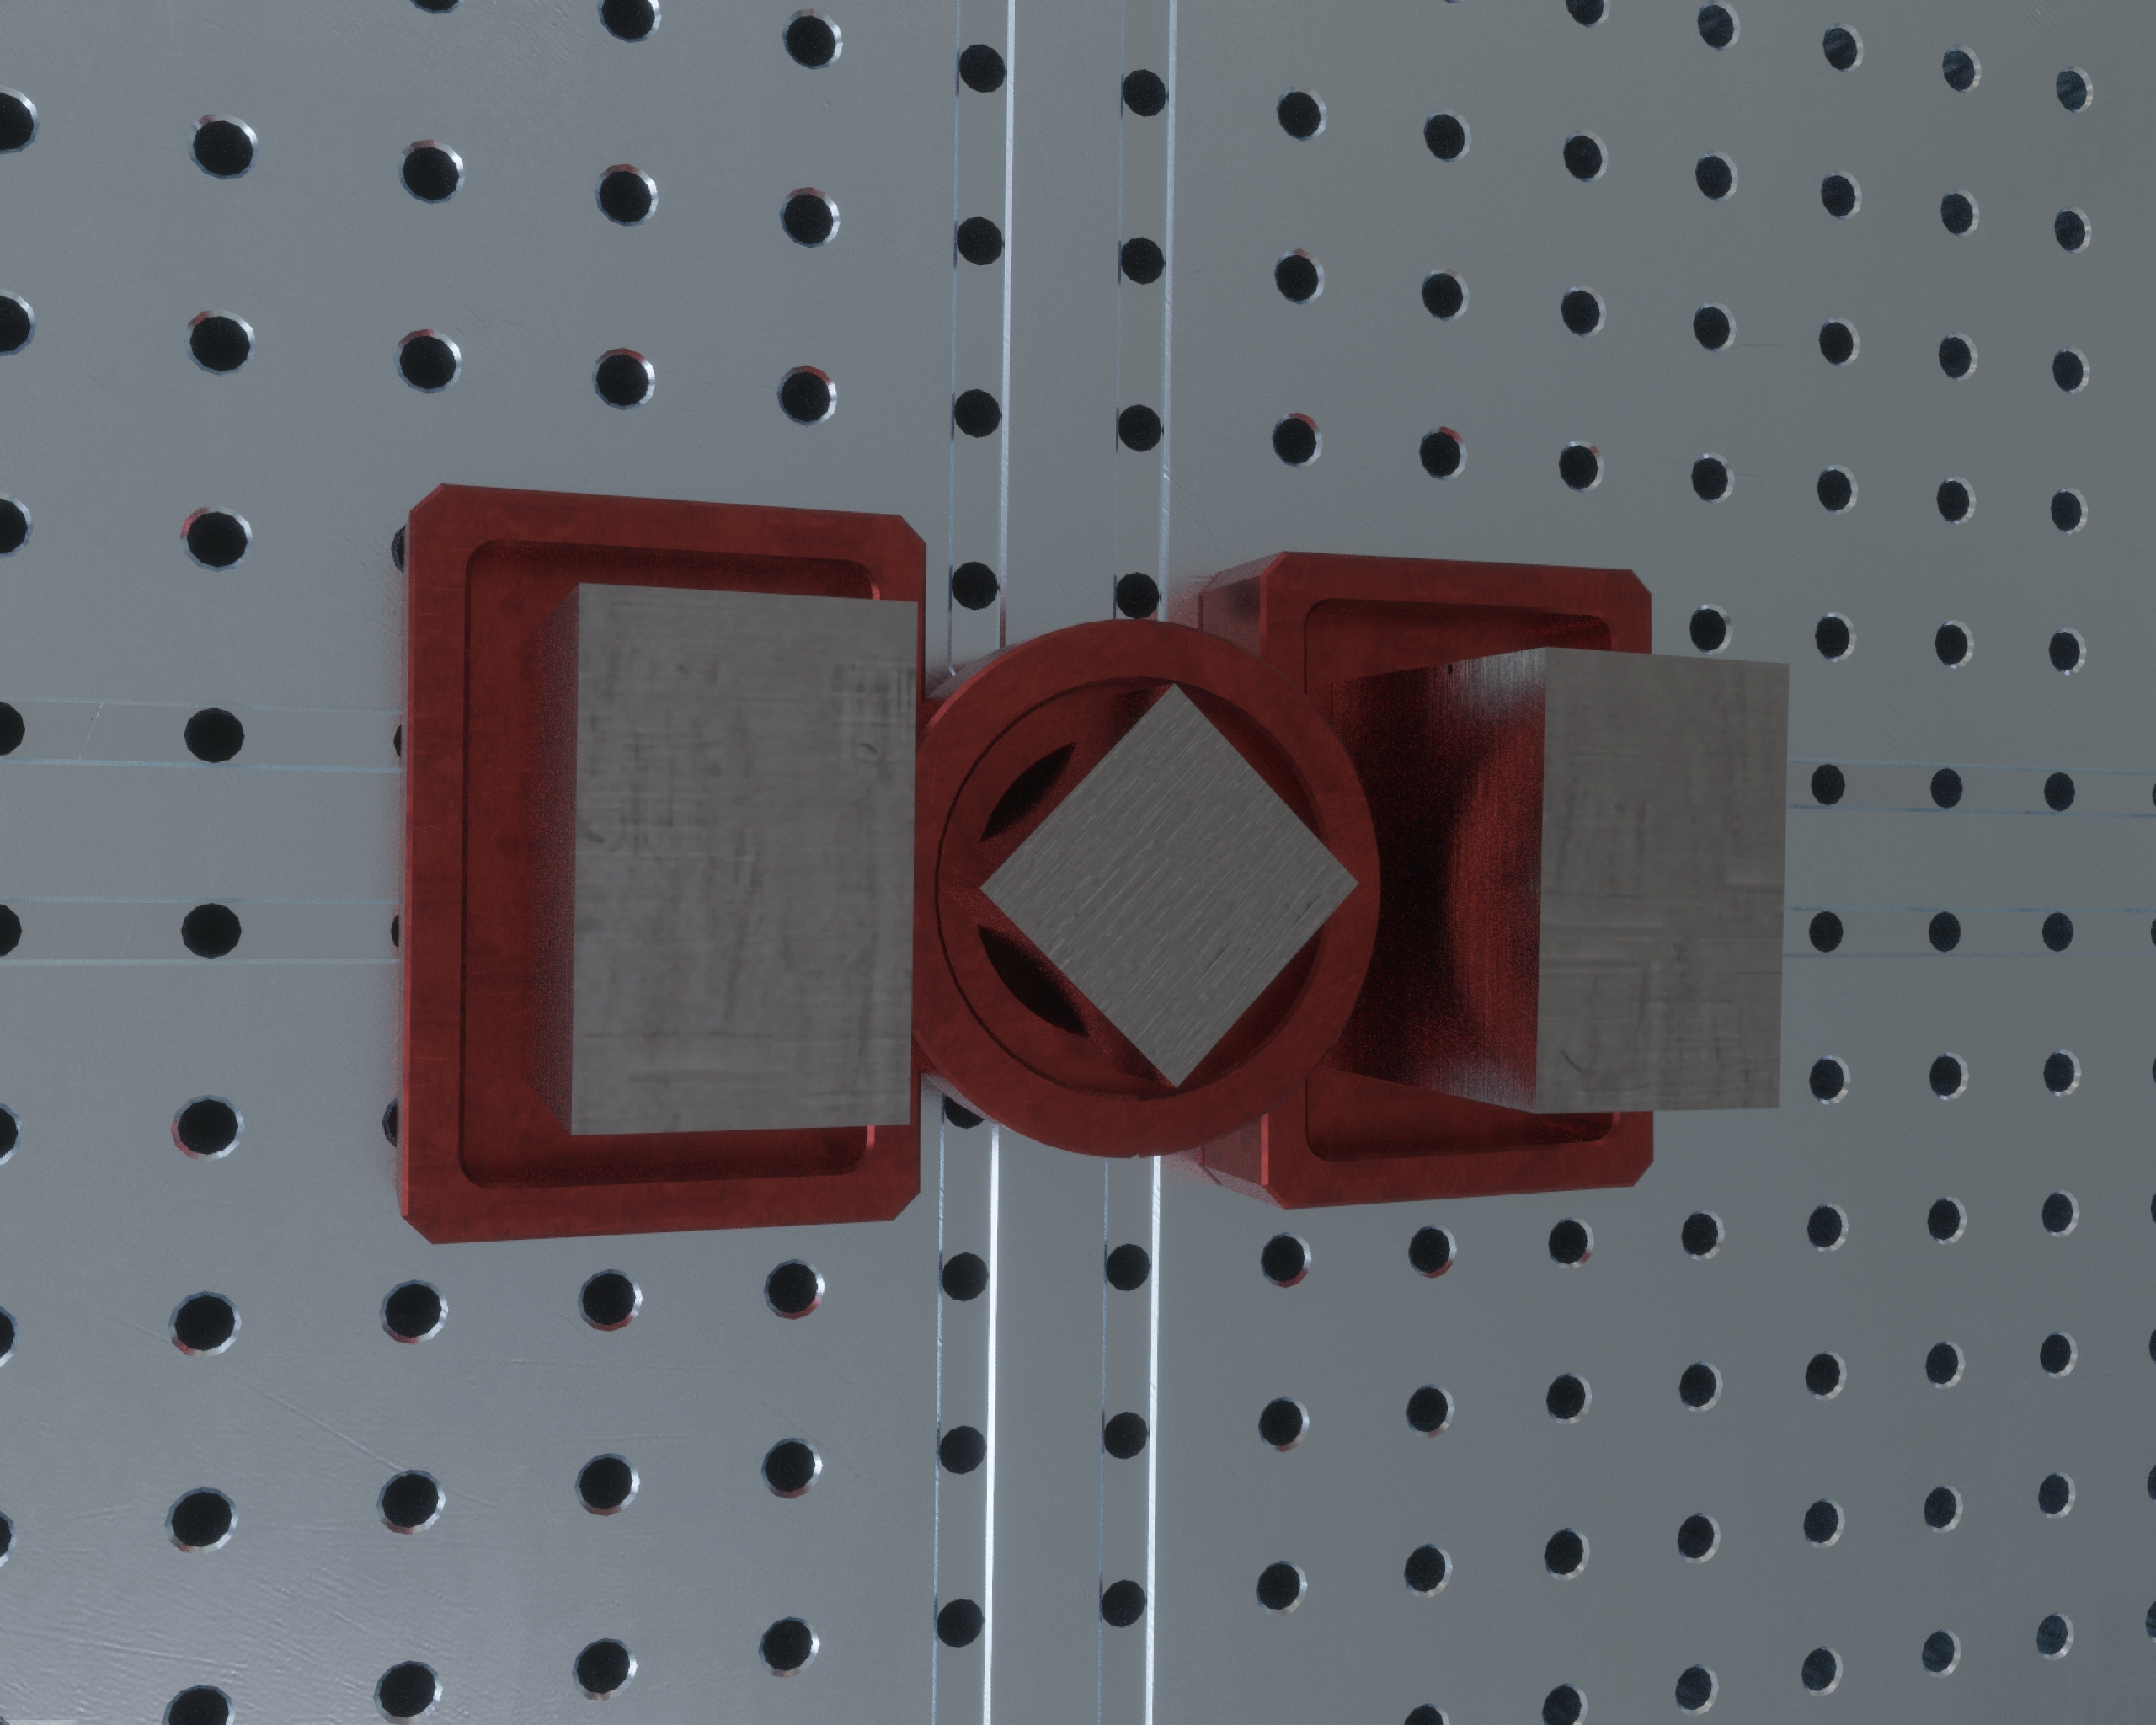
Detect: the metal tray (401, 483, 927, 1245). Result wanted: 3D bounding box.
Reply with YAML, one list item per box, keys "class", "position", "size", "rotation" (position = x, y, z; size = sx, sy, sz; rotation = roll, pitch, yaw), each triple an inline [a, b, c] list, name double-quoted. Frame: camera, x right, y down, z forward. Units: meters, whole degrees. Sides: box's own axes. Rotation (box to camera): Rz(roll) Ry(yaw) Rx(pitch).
- class: "metal tray"
  position: [-0.076, 0.001, 0.381]
  size: [0.091, 0.030, 0.129]
  rotation: [1, 90, -20]

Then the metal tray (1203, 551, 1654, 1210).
- class: "metal tray"
  position: [0.074, 0.003, 0.436]
  size: [0.091, 0.030, 0.129]
  rotation: [0, 90, -20]

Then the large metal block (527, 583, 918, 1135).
- class: "large metal block"
  position: [-0.062, -0.001, 0.346]
  size: [0.050, 0.080, 0.080]
  rotation: [1, 90, -20]

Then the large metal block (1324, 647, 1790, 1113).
- class: "large metal block"
  position: [0.089, 0.003, 0.402]
  size: [0.050, 0.080, 0.080]
  rotation: [2, 90, -20]

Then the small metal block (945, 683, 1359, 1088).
- class: "small metal block"
  position: [0.013, 0.004, 0.374]
  size: [0.050, 0.025, 0.050]
  rotation: [46, 76, -14]

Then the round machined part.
- class: "round machined part"
  position: [0.004, 0.005, 0.396]
  size: [0.099, 0.042, 0.097]
  rotation: [0, 90, -20]
